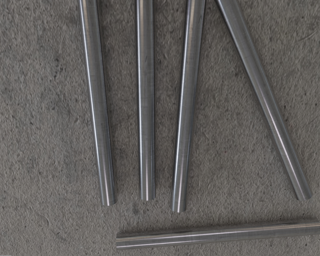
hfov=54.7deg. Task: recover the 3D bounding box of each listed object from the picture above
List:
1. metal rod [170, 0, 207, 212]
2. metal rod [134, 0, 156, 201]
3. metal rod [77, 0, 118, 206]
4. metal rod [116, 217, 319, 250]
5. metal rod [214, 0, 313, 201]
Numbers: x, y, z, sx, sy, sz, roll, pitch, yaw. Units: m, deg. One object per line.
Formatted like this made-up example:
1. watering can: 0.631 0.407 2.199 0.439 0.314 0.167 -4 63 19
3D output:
1. metal rod: 0.034 -0.024 0.401 0.025 0.025 0.298 3 110 -1
2. metal rod: -0.018 -0.043 0.393 0.025 0.025 0.298 0 110 0
3. metal rod: -0.078 -0.035 0.396 0.025 0.025 0.298 -2 110 0
4. metal rod: 0.086 0.160 0.469 0.302 0.025 0.025 -5 110 1
5. metal rod: 0.140 -0.028 0.400 0.025 0.025 0.299 -25 108 9
